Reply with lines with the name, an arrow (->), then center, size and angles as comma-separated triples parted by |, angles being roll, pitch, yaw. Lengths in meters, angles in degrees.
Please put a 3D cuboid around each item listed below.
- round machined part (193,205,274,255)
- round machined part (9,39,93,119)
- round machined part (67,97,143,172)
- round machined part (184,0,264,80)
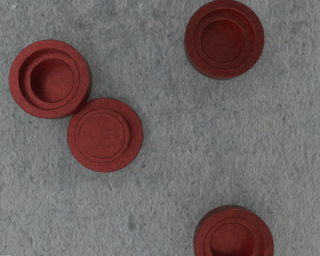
round machined part -> 0.092, 0.148, 0.403 | 0.099, 0.042, 0.097 | 0, 90, -1
round machined part -> -0.135, -0.059, 0.398 | 0.099, 0.042, 0.097 | 0, 88, 1
round machined part -> -0.071, 0.009, 0.401 | 0.099, 0.042, 0.097 | 0, 90, -1
round machined part -> 0.080, -0.111, 0.403 | 0.099, 0.042, 0.097 | 0, 90, -1
